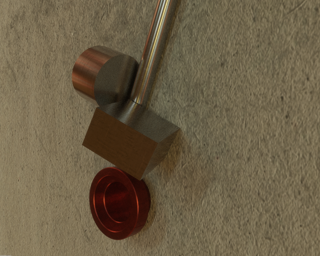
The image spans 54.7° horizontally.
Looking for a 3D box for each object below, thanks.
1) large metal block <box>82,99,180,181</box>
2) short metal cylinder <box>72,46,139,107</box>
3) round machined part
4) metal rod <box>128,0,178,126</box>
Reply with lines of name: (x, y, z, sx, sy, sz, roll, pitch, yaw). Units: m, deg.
large metal block: (-0.032, 0.010, 0.378, 0.080, 0.080, 0.050, 30, 110, 12)
short metal cylinder: (-0.072, -0.068, 0.426, 0.050, 0.081, 0.079, 28, 108, 36)
round machined part: (-0.051, 0.102, 0.434, 0.098, 0.042, 0.097, 0, 90, 39)
metal rod: (0.004, -0.143, 0.399, 0.025, 0.025, 0.298, 28, 107, 36)
